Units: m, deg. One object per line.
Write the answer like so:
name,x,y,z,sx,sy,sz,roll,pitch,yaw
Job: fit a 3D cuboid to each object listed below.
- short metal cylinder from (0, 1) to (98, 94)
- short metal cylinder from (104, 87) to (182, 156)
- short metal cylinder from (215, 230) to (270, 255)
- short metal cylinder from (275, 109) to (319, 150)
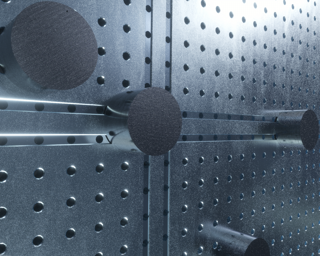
short metal cylinder,-0.109,-0.075,0.301,0.081,0.050,0.079,0,90,-40
short metal cylinder,-0.020,-0.008,0.376,0.081,0.050,0.079,0,90,-40
short metal cylinder,0.136,0.214,0.507,0.081,0.050,0.079,0,90,-40
short metal cylinder,0.277,0.003,0.625,0.081,0.050,0.079,0,90,-40
